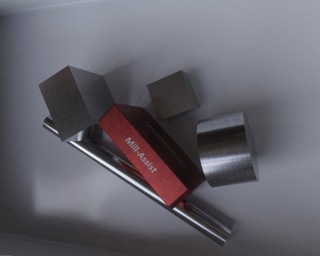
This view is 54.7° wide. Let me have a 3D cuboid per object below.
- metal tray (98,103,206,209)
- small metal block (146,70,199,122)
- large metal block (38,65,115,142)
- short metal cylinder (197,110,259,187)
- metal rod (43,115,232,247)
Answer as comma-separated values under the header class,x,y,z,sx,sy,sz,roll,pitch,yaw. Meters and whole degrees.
class,x,y,z,sx,sy,sz,roll,pitch,yaw
metal tray,-0.006,0.029,0.375,0.030,0.090,0.130,-45,77,14
small metal block,0.017,-0.040,0.401,0.050,0.025,0.050,-21,83,18
large metal block,-0.102,-0.030,0.414,0.050,0.080,0.080,-28,81,18
short metal cylinder,0.078,0.024,0.351,0.050,0.080,0.080,-12,86,20
metal rod,-0.042,0.062,0.423,0.301,0.025,0.025,30,100,17
